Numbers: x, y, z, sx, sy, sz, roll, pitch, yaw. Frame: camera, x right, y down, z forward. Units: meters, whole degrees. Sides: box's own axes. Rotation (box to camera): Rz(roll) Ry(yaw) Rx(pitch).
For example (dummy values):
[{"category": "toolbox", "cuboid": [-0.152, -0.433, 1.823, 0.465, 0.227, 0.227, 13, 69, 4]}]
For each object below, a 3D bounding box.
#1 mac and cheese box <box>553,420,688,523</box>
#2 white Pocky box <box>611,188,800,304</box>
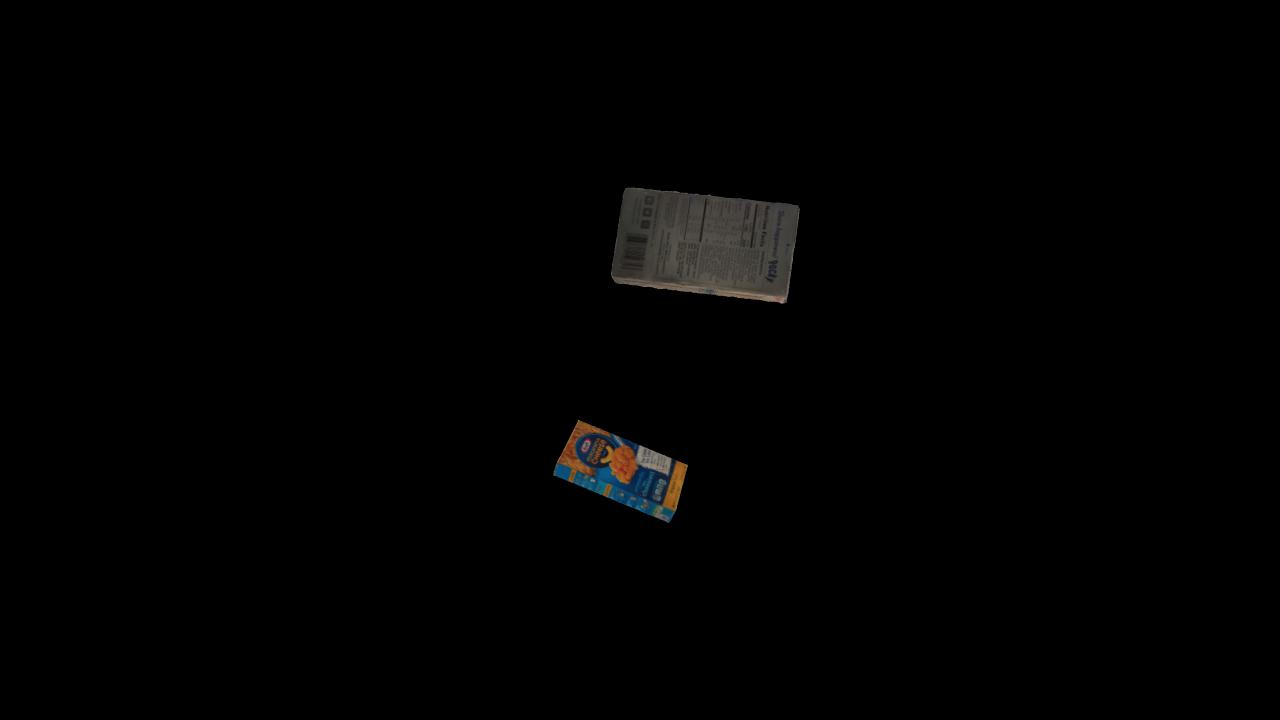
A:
[{"category": "mac and cheese box", "cuboid": [-0.026, 0.164, 0.918, 0.184, 0.041, 0.093, 22, 42, 1]}, {"category": "white Pocky box", "cuboid": [0.056, -0.101, 0.538, 0.154, 0.084, 0.028, 8, -6, 8]}]
